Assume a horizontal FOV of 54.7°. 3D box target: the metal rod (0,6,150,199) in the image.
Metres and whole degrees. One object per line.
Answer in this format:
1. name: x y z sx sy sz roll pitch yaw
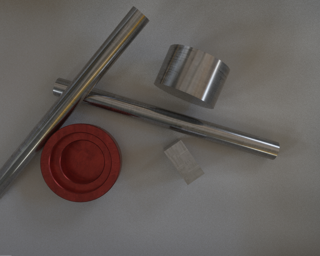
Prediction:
1. metal rod: -0.121 -0.025 0.387 0.025 0.025 0.299 42 98 -1

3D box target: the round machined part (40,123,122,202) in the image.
1. round machined part: -0.098 0.043 0.402 0.099 0.042 0.097 0 90 -1

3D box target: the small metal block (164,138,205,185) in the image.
1. small metal block: 0.029 0.042 0.399 0.025 0.050 0.050 -35 90 0

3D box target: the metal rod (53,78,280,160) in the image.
1. metal rod: 0.009 -0.012 0.411 0.302 0.025 0.025 16 90 -1

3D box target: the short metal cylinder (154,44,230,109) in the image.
1. short metal cylinder: 0.039 -0.062 0.384 0.080 0.080 0.050 23 90 -1
